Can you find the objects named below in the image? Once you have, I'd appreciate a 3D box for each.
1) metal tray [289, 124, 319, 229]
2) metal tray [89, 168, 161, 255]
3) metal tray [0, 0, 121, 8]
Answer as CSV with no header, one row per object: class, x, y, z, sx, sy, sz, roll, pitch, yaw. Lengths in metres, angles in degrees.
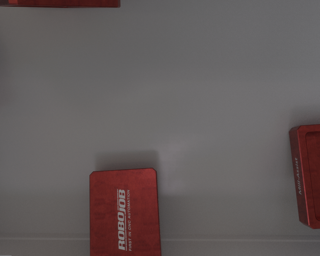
metal tray,0.225,0.059,0.402,0.091,0.030,0.129,-4,83,1
metal tray,-0.046,0.122,0.417,0.091,0.030,0.129,-4,77,0
metal tray,-0.106,-0.130,0.291,0.091,0.130,0.030,-12,114,-32
